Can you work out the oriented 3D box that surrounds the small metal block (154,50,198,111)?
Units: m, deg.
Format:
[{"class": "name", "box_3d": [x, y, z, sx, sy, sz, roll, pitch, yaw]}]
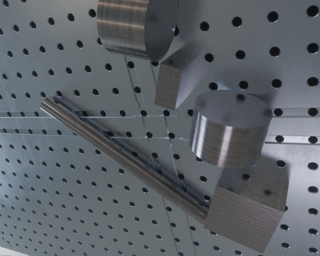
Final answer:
[{"class": "small metal block", "box_3d": [0.019, -0.055, 0.351, 0.025, 0.050, 0.050, 21, 126, 16]}]

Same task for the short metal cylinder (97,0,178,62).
[{"class": "short metal cylinder", "box_3d": [-0.020, -0.112, 0.317, 0.050, 0.080, 0.079, 16, 125, 19]}]

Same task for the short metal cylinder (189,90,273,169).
[{"class": "short metal cylinder", "box_3d": [0.075, -0.001, 0.336, 0.080, 0.080, 0.050, 17, 125, 18]}]

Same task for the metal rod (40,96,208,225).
[{"class": "metal rod", "box_3d": [-0.053, 0.046, 0.467, 0.301, 0.025, 0.025, 35, 129, 5]}]

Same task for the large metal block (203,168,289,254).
[{"class": "large metal block", "box_3d": [0.109, 0.102, 0.401, 0.080, 0.050, 0.079, 20, 126, 16]}]
